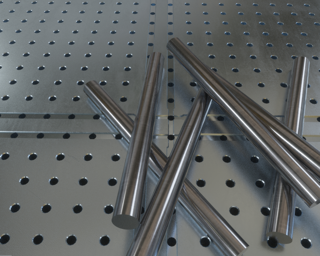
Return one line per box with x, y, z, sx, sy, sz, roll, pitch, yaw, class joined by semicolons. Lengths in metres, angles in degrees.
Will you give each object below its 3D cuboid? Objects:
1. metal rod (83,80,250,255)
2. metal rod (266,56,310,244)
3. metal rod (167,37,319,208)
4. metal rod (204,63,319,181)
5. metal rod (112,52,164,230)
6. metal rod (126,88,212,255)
-0.011;0.032;0.380;0.025;0.025;0.300;-30;56;-23;metal rod
0.173;0.004;0.405;0.025;0.025;0.301;16;52;13;metal rod
0.091;-0.028;0.397;0.025;0.025;0.300;-22;54;-17;metal rod
0.133;-0.006;0.387;0.025;0.025;0.300;-23;46;-18;metal rod
-0.018;-0.014;0.390;0.025;0.025;0.300;4;41;3;metal rod
0.019;0.041;0.340;0.025;0.025;0.301;14;41;12;metal rod
